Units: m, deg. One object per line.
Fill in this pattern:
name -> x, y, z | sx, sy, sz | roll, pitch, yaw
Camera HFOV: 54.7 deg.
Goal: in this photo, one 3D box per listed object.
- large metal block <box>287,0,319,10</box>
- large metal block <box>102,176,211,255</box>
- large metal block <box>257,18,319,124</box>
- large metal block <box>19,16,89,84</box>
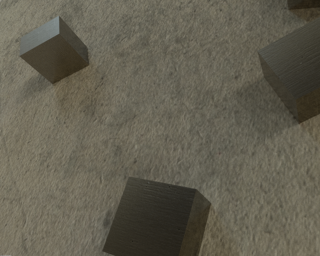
large metal block -> 0.214, -0.205, 0.401 | 0.080, 0.050, 0.080 | 7, 65, 31
large metal block -> -0.001, 0.103, 0.324 | 0.080, 0.050, 0.080 | 5, 64, 30
large metal block -> 0.167, -0.064, 0.340 | 0.080, 0.050, 0.080 | -28, 52, 10
large metal block -> -0.184, -0.135, 0.545 | 0.080, 0.080, 0.050 | -24, 53, 13
